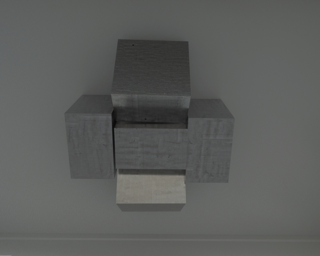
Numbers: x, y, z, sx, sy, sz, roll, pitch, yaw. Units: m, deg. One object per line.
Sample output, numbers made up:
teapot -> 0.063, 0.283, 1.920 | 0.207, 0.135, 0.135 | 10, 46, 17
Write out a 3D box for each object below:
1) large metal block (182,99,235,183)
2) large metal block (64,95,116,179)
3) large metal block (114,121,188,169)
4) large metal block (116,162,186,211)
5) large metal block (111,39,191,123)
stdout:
large metal block -> 0.055, 0.013, 0.386 | 0.050, 0.080, 0.079 | 1, 110, 0
large metal block -> -0.078, 0.008, 0.383 | 0.050, 0.080, 0.079 | 1, 110, 0
large metal block -> -0.010, 0.010, 0.384 | 0.081, 0.080, 0.050 | 1, 110, -1
large metal block -> -0.011, 0.078, 0.402 | 0.081, 0.080, 0.050 | 0, 68, -2
large metal block -> -0.009, -0.054, 0.354 | 0.081, 0.080, 0.050 | 2, 148, -1
